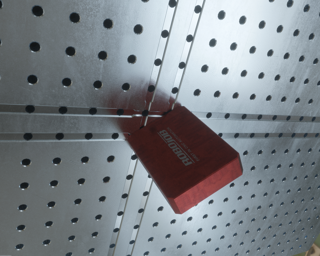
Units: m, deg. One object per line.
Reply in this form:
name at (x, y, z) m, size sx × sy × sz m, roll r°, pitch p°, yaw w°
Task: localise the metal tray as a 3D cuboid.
metal tray at (0.025, 0.031, 0.377) m, size 0.090 × 0.130 × 0.030 m, roll -31°, pitch 129°, yaw -9°
